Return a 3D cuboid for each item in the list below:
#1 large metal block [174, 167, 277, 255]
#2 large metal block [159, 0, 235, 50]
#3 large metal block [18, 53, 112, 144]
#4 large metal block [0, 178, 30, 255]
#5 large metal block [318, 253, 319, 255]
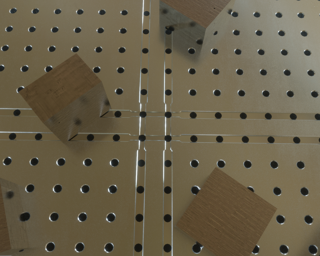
[{"bbox_3d":[0.073,0.105,0.361,0.080,0.050,0.080,34,73,11],"label":"large metal block"},{"bbox_3d":[0.056,-0.180,0.465,0.080,0.050,0.080,36,74,12],"label":"large metal block"},{"bbox_3d":[-0.115,-0.034,0.394,0.080,0.080,0.050,-39,75,-13],"label":"large metal block"},{"bbox_3d":[-0.207,0.111,0.355,0.081,0.050,0.080,-18,71,-7],"label":"large metal block"},{"bbox_3d":[0.230,0.159,0.343,0.080,0.050,0.080,41,75,13],"label":"large metal block"}]
